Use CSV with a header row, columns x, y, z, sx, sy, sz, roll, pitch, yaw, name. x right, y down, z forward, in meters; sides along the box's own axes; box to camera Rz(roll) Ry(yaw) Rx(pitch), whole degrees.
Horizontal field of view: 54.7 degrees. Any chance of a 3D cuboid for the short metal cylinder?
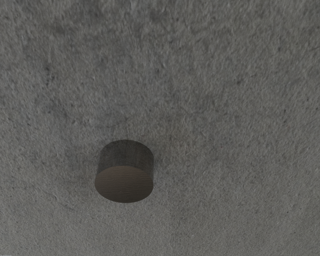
x,y,z,sx,sy,sz,roll,pitch,yaw,name
-0.049,0.063,0.444,0.081,0.050,0.079,0,130,0,short metal cylinder
